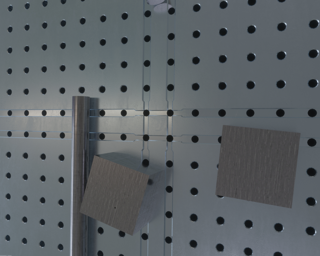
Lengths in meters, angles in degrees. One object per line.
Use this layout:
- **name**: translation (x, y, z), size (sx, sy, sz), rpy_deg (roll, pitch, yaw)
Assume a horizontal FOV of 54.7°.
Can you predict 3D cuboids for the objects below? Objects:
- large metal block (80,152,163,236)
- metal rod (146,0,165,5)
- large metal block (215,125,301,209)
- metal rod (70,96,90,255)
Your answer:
- **large metal block**: translation (-0.051, 0.085, 0.417), size (0.080, 0.050, 0.080), rpy_deg (17, 96, 19)
- **metal rod**: translation (-0.034, -0.317, 0.424), size (0.025, 0.025, 0.298), rpy_deg (-13, 86, 19)
- **large metal block**: translation (0.113, 0.040, 0.359), size (0.080, 0.050, 0.079), rpy_deg (7, 92, 20)
- **metal rod**: translation (-0.118, 0.103, 0.454), size (0.025, 0.025, 0.298), rpy_deg (1, 90, 20)
